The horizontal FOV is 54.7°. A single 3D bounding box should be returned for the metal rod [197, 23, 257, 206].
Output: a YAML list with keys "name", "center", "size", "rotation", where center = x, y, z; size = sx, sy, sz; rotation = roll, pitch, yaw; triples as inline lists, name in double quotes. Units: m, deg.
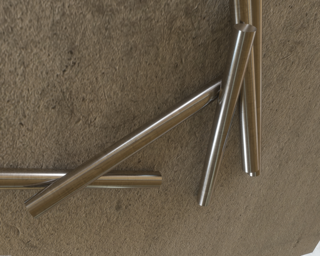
- name: "metal rod"
  center: [0.083, 0.007, 0.429]
  size: [0.025, 0.025, 0.298]
  rotation: [-14, 132, -21]

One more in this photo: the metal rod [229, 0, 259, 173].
- name: "metal rod"
  center: [0.106, -0.073, 0.389]
  size: [0.025, 0.025, 0.298]
  rotation: [-20, 117, -17]

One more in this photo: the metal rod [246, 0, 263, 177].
- name: "metal rod"
  center: [0.137, -0.041, 0.455]
  size: [0.025, 0.025, 0.298]
  rotation: [-24, 127, -14]

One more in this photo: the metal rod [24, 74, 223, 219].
- name: "metal rod"
  center: [-0.022, 0.011, 0.382]
  size: [0.301, 0.025, 0.025]
  rotation: [-33, 129, -14]

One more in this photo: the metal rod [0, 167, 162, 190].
- name: "metal rod"
  center: [-0.132, 0.061, 0.372]
  size: [0.302, 0.025, 0.025]
  rotation: [6, 115, -31]
